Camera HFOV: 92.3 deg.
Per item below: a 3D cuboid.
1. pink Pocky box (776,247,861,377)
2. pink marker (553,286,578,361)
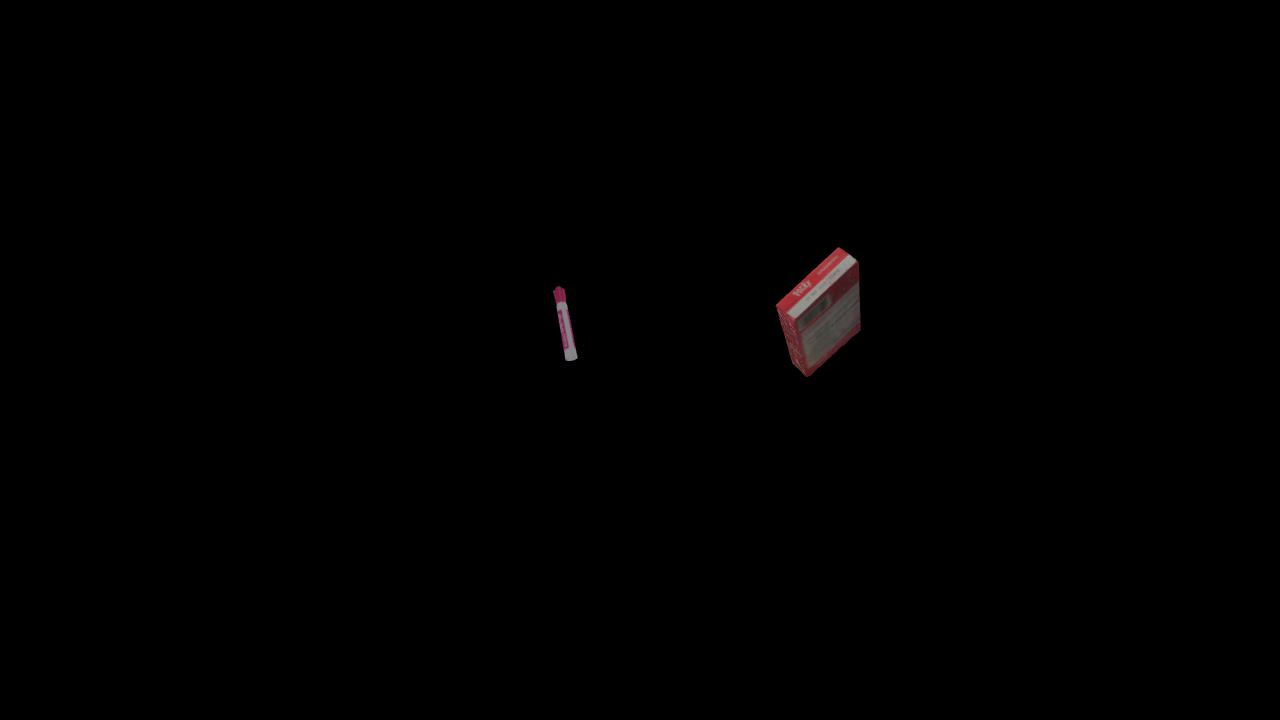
[{"bbox_3d":[0.188,-0.043,0.637,0.029,0.084,0.155,48,0,29],"label":"pink Pocky box"},{"bbox_3d":[-0.115,-0.058,0.943,0.020,0.121,0.020,-11,-18,-4],"label":"pink marker"}]
